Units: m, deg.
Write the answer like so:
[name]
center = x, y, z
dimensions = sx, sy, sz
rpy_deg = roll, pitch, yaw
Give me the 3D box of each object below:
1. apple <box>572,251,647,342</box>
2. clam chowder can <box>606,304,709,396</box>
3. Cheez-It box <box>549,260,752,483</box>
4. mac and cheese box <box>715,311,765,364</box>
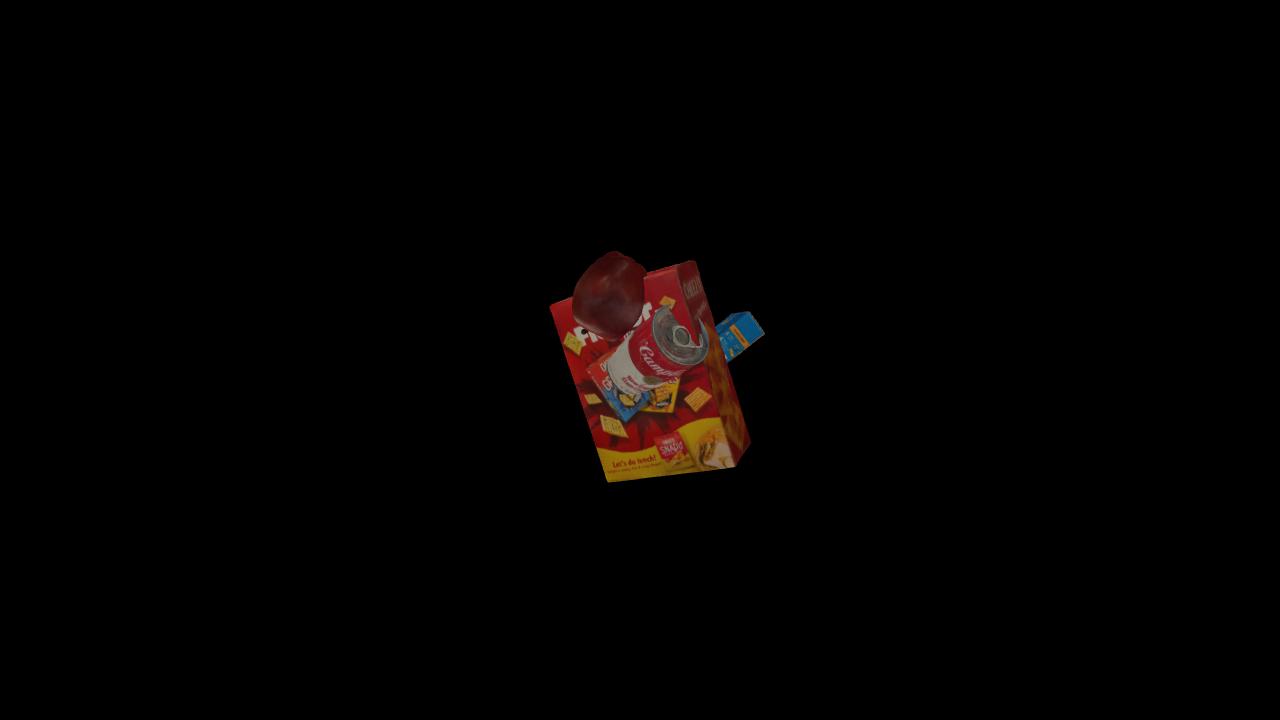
[apple]
center = -0.032, -0.064, 0.640
dimensions = 0.079, 0.093, 0.079
rpy_deg = 32, 0, 0
[clam chowder can]
center = 0.016, -0.007, 0.649
dimensions = 0.068, 0.068, 0.102
rpy_deg = 0, -22, -33
[Cheez-It box]
center = 0.011, 0.018, 0.691
dimensions = 0.166, 0.223, 0.071
rpy_deg = -13, 11, 28
[mac and cheese box]
center = 0.063, 0.010, 0.769
dimensions = 0.184, 0.041, 0.093
rpy_deg = -38, 4, -2
